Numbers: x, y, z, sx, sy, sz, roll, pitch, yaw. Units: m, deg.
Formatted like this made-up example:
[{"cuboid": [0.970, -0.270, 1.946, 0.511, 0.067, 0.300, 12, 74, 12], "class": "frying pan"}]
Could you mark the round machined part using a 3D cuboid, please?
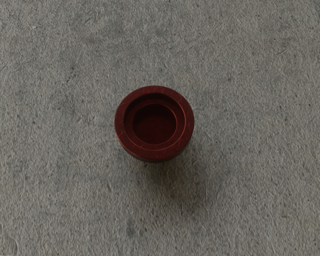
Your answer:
[{"cuboid": [-0.007, -0.002, 0.400, 0.099, 0.042, 0.098, 0, 70, 0], "class": "round machined part"}]
